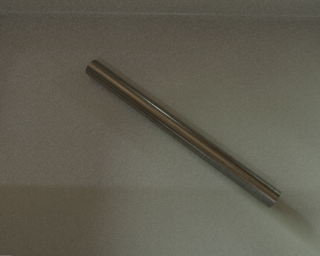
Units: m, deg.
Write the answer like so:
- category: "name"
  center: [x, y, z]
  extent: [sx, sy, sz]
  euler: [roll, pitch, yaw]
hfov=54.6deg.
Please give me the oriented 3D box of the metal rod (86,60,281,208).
- category: "metal rod"
  center: [0.022, 0.001, 0.409]
  extent: [0.300, 0.025, 0.025]
  euler: [36, 74, 12]
